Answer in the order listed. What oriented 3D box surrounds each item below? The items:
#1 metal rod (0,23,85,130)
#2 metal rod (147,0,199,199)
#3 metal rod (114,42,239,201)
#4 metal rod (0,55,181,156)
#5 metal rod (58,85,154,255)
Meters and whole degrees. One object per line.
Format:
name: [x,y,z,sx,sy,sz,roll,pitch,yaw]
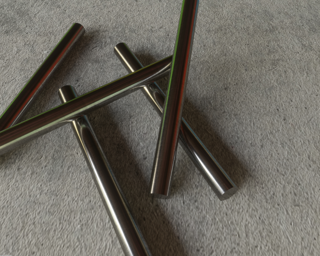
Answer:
metal rod: [-0.181,-0.064,0.455,0.025,0.025,0.300,11,51,9]
metal rod: [0.023,-0.058,0.404,0.025,0.025,0.299,7,65,6]
metal rod: [0.006,-0.029,0.427,0.025,0.025,0.300,-22,54,-18]
metal rod: [-0.090,-0.033,0.395,0.302,0.025,0.025,-29,56,-22]
metal rod: [-0.067,0.051,0.359,0.025,0.025,0.300,-21,53,-17]
